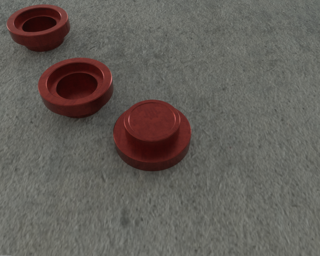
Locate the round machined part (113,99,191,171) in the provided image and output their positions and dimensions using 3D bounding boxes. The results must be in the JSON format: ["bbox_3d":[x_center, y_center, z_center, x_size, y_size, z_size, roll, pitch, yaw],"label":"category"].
[{"bbox_3d":[-0.009,0.002,0.390,0.099,0.042,0.098,0,50,0],"label":"round machined part"}]

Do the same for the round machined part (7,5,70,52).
[{"bbox_3d":[-0.203,-0.167,0.530,0.099,0.042,0.098,0,50,0],"label":"round machined part"}]

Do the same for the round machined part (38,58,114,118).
[{"bbox_3d":[-0.114,-0.052,0.434,0.099,0.042,0.098,0,50,0],"label":"round machined part"}]
